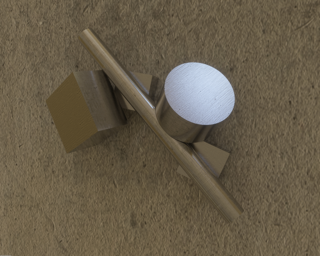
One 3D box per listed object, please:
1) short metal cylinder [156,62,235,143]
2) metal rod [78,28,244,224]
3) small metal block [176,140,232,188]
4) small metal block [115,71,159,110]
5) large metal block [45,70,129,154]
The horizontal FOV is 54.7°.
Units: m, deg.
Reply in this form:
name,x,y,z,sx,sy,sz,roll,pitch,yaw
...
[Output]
name,x,y,z,sx,sy,sz,roll,pitch,yaw
short metal cylinder,0.039,-0.029,0.361,0.081,0.050,0.080,5,64,-11
metal rod,-0.007,-0.012,0.385,0.025,0.025,0.300,-43,77,15
small metal block,0.056,0.043,0.390,0.050,0.025,0.050,26,98,17
small metal block,-0.034,-0.049,0.421,0.050,0.025,0.050,13,94,19
large metal block,-0.099,-0.021,0.413,0.080,0.050,0.080,-31,80,41
